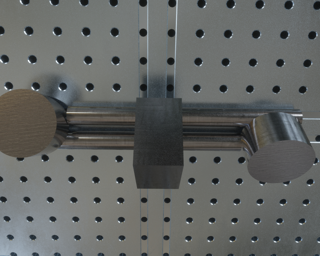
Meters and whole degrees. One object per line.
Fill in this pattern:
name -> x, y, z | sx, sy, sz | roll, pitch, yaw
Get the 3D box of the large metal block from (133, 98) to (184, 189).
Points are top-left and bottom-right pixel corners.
large metal block -> -0.002, 0.020, 0.359 | 0.050, 0.080, 0.080 | 1, 152, 0

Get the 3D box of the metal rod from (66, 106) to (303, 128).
metal rod -> 0.032, -0.015, 0.408 | 0.302, 0.025, 0.025 | 1, 110, -1

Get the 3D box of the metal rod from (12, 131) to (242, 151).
metal rod -> -0.043, 0.017, 0.419 | 0.302, 0.025, 0.025 | 1, 110, -1

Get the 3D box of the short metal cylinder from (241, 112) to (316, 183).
short metal cylinder -> 0.148, 0.026, 0.397 | 0.081, 0.050, 0.079 | 0, 132, 0

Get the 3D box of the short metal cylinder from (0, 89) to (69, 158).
short metal cylinder -> -0.160, -0.005, 0.382 | 0.081, 0.050, 0.080 | 0, 87, -1
